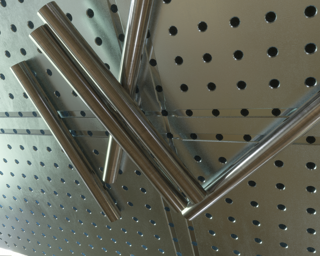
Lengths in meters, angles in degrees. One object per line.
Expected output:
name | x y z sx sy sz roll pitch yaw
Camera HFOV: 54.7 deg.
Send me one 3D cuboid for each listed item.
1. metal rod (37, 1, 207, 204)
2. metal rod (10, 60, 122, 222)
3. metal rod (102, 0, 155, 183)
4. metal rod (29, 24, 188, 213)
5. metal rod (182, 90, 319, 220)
metal rod | -0.038 -0.021 0.384 0.025 0.025 0.300 -29 106 37
metal rod | -0.146 0.031 0.504 0.025 0.025 0.299 -16 110 34
metal rod | -0.048 -0.035 0.413 0.025 0.025 0.298 25 127 12
metal rod | -0.056 0.000 0.406 0.025 0.025 0.300 -24 111 36
metal rod | 0.115 0.036 0.372 0.025 0.025 0.298 39 129 1
